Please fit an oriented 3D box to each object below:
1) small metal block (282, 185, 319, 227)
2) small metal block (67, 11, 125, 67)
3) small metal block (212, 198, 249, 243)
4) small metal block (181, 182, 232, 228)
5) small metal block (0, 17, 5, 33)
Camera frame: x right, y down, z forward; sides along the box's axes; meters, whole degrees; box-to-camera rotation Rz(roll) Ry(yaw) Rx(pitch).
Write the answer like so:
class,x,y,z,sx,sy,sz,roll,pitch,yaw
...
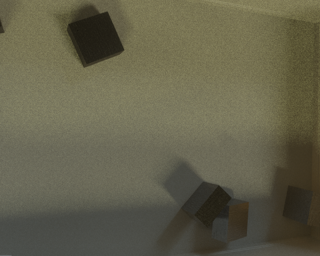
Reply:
class,x,y,z,sx,sy,sz,roll,pitch,yaw
small metal block,0.223,0.120,0.482,0.025,0.050,0.050,15,85,-20
small metal block,-0.079,-0.108,0.382,0.050,0.025,0.050,-26,99,-18
small metal block,0.101,0.130,0.440,0.050,0.025,0.050,5,89,-44
small metal block,0.062,0.102,0.420,0.025,0.050,0.050,45,76,-8
small metal block,-0.204,-0.127,0.335,0.050,0.025,0.050,-16,96,-20
